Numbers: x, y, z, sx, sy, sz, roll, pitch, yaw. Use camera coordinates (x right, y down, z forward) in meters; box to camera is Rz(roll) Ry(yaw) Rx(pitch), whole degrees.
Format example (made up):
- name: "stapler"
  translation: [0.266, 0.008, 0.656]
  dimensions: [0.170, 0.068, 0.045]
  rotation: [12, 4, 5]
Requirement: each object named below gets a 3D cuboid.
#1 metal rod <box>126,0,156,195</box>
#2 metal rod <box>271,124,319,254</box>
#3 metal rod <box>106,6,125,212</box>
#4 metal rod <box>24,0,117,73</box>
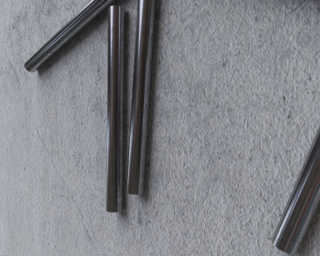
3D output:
- name: "metal rod"
  translation: [-0.025, -0.059, 0.425]
  dimensions: [0.025, 0.025, 0.298]
  rotation: [6, 94, 40]
- name: "metal rod"
  translation: [0.163, -0.024, 0.270]
  dimensions: [0.025, 0.025, 0.298]
  rotation: [26, 107, 37]
- name: "metal rod"
  translation: [-0.066, -0.027, 0.459]
  dimensions: [0.025, 0.025, 0.298]
  rotation: [1, 91, 40]
- name: "metal rod"
  translation: [-0.149, -0.170, 0.528]
  dimensions: [0.299, 0.025, 0.025]
  rotation: [-23, 75, 37]
